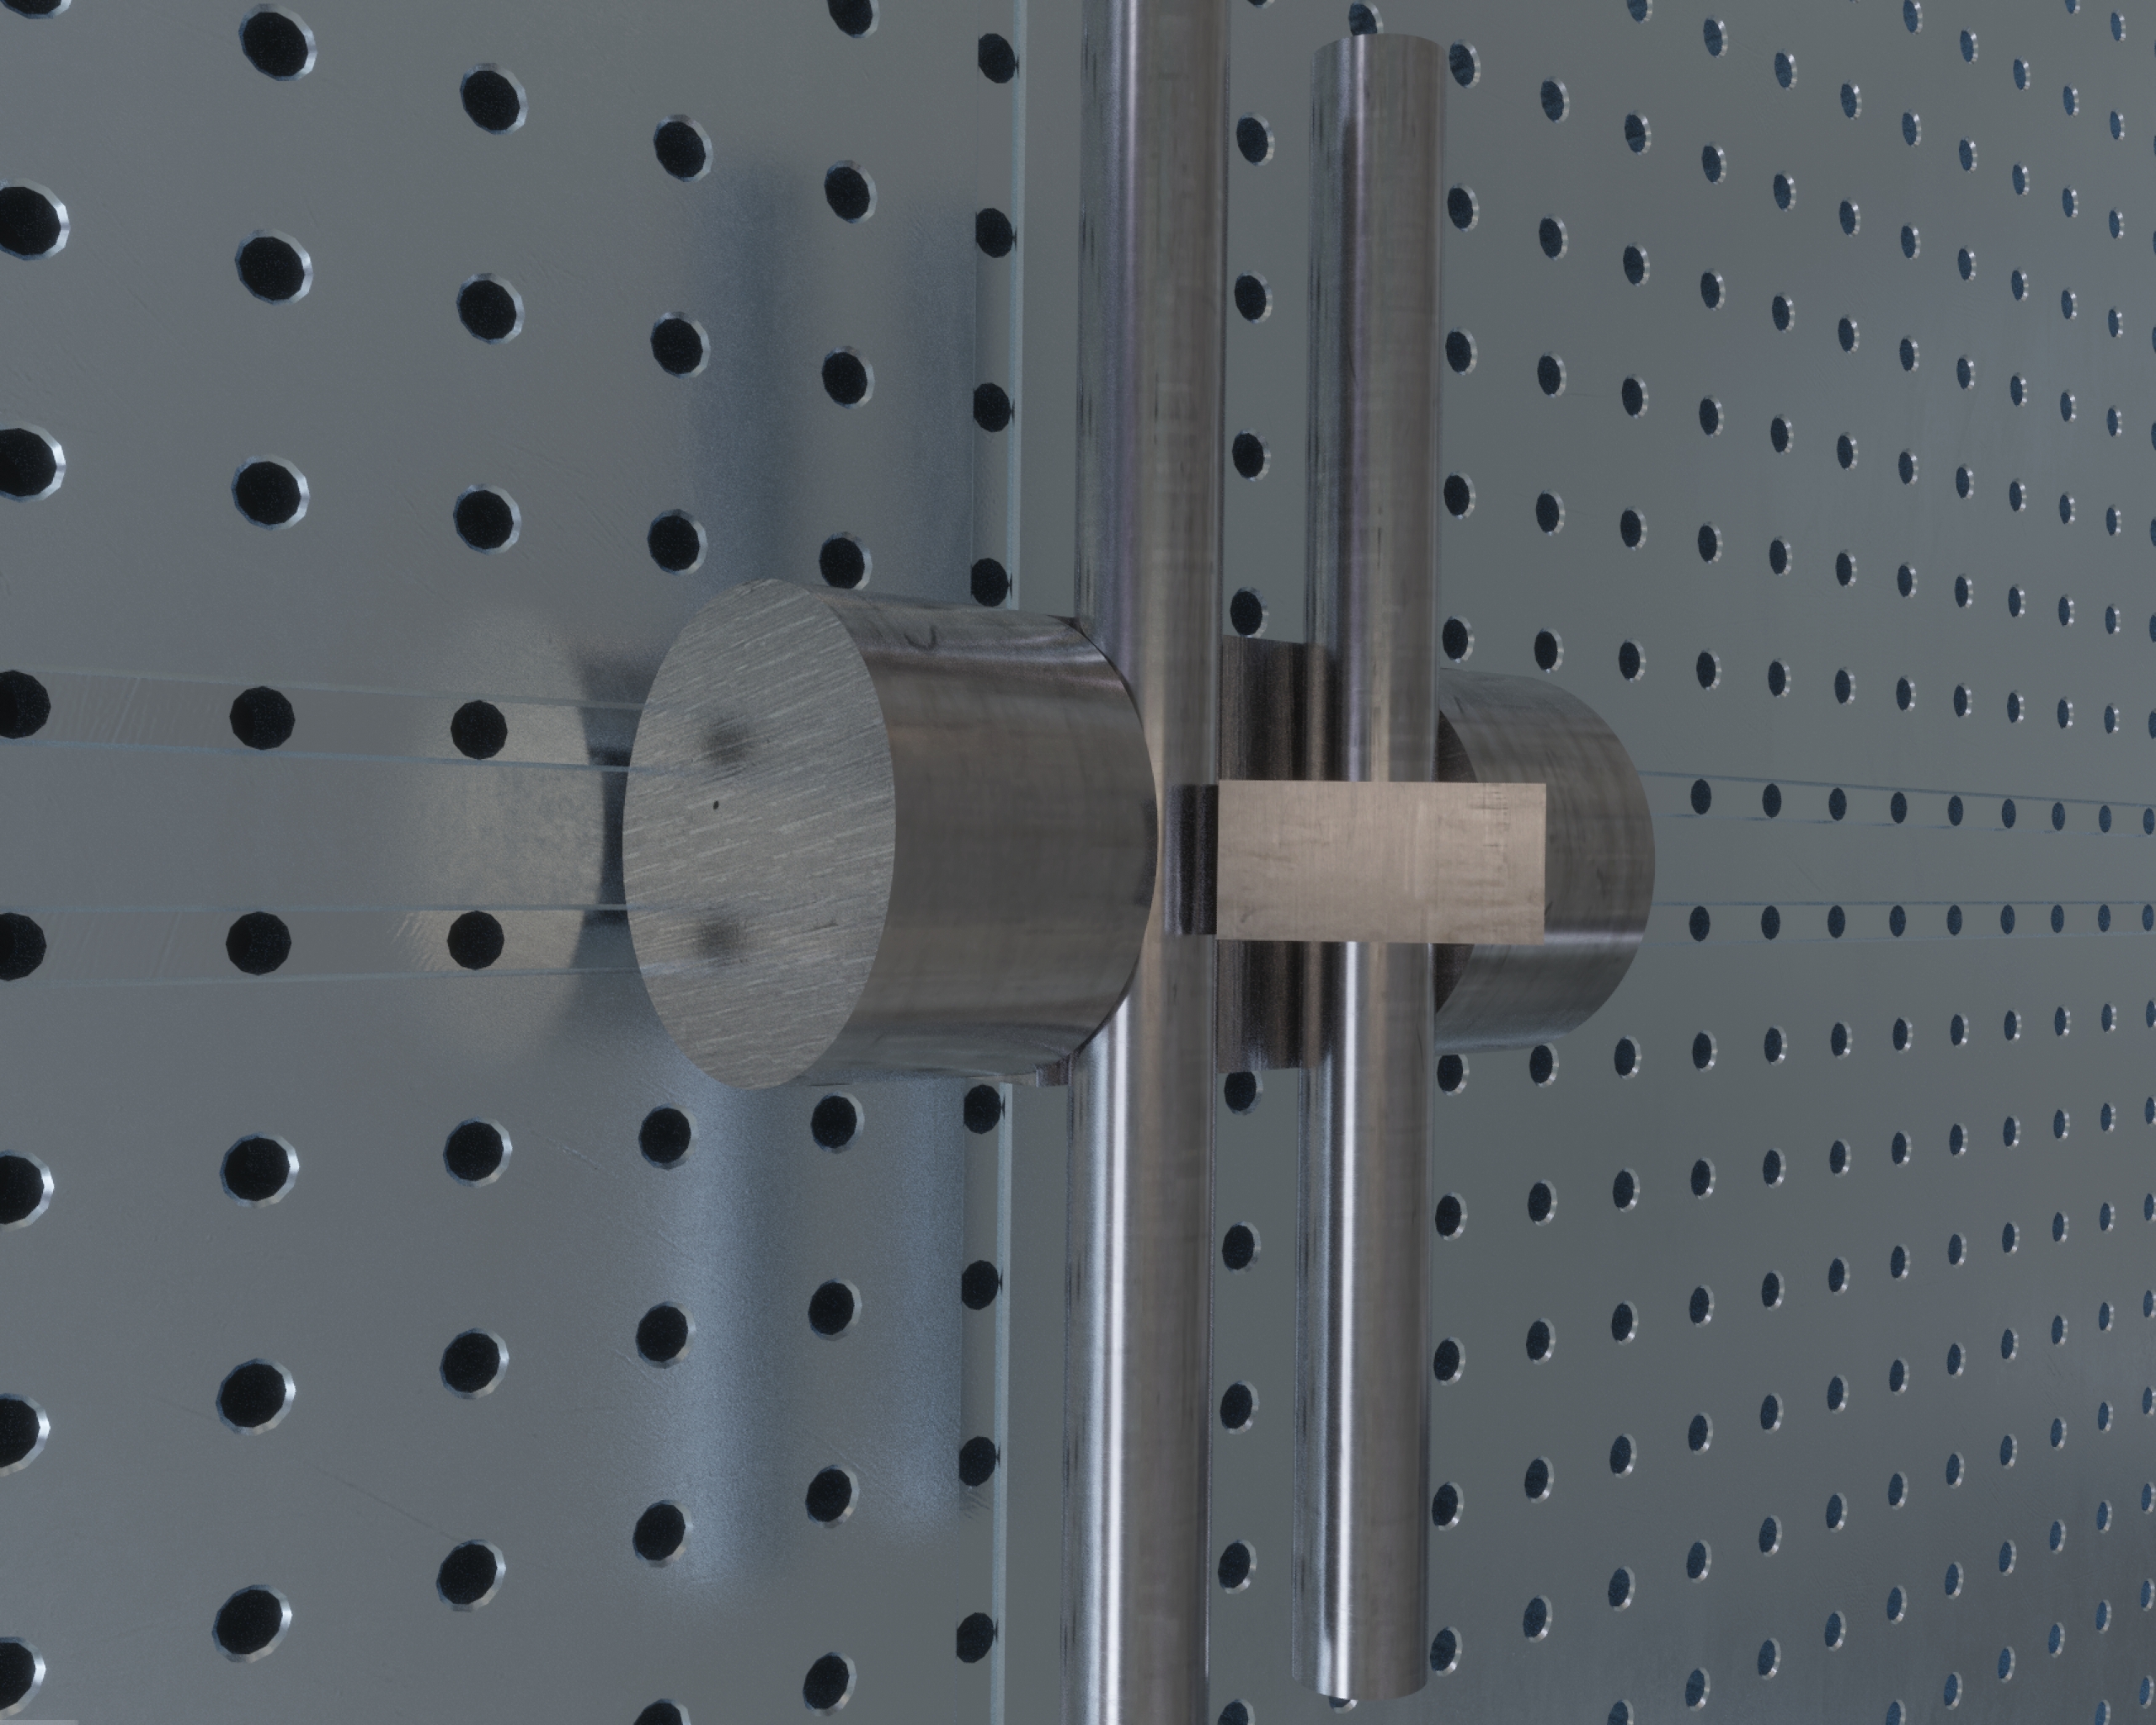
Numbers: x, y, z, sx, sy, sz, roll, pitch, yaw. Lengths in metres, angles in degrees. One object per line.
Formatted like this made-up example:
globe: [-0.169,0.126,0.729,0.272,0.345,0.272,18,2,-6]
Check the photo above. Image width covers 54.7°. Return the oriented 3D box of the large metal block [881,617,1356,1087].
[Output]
large metal block: [0.008,-0.002,0.395,0.081,0.050,0.079,1,90,-40]

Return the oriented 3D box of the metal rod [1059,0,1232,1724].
metal rod: [0.011,0.002,0.350,0.025,0.025,0.298,1,89,-40]

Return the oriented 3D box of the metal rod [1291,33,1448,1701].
metal rod: [0.054,0.000,0.385,0.025,0.025,0.298,1,89,-40]

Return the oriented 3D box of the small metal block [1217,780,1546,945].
small metal block: [0.049,0.000,0.348,0.050,0.050,0.025,1,90,4]

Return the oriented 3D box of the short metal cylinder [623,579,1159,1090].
short metal cylinder: [-0.033,-0.004,0.342,0.050,0.080,0.079,2,89,-40]

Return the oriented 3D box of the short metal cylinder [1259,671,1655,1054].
short metal cylinder: [0.069,0.000,0.426,0.050,0.080,0.079,1,90,-39]
